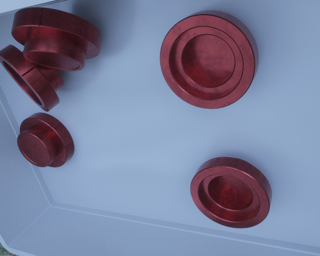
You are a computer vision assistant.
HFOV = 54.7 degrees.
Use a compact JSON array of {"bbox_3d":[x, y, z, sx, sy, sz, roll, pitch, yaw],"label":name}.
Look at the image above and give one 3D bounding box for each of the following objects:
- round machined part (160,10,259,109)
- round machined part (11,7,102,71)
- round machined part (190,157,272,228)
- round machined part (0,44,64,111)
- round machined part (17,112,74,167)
[{"bbox_3d":[0.053,-0.072,0.325,0.098,0.042,0.097,13,124,21],"label":"round machined part"},{"bbox_3d":[-0.120,-0.097,0.363,0.098,0.098,0.042,3,82,27],"label":"round machined part"},{"bbox_3d":[0.092,0.077,0.397,0.098,0.042,0.097,13,124,21],"label":"round machined part"},{"bbox_3d":[-0.171,-0.073,0.425,0.098,0.042,0.098,39,159,19],"label":"round machined part"},{"bbox_3d":[-0.197,0.027,0.518,0.098,0.042,0.097,13,124,21],"label":"round machined part"}]
